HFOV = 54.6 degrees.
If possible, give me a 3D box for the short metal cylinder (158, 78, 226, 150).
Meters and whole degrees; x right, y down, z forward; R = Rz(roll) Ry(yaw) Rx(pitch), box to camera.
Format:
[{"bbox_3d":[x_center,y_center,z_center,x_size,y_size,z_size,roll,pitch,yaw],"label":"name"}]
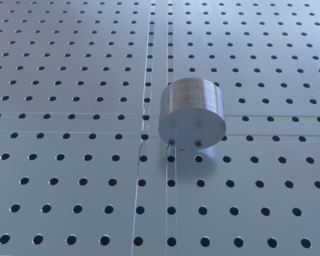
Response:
[{"bbox_3d":[0.039,-0.016,0.386,0.080,0.080,0.050,2,50,2],"label":"short metal cylinder"}]
